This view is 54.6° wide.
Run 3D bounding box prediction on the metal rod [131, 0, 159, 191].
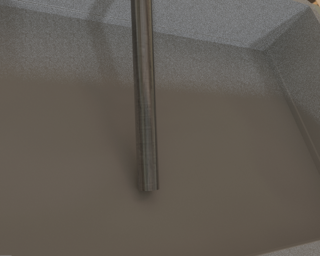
[{"bbox_3d":[-0.019,-0.078,0.366,0.025,0.025,0.299,-1,86,-28],"label":"metal rod"}]
